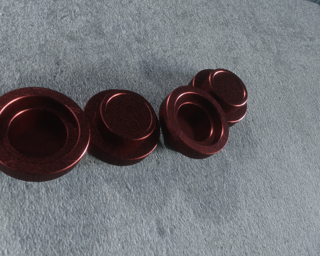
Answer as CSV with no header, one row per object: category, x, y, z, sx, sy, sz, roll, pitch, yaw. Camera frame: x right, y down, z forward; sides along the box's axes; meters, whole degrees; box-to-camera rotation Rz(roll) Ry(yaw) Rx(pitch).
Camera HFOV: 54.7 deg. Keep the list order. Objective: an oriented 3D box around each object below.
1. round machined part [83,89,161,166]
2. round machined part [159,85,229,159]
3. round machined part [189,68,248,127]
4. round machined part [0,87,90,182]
round machined part,-0.044,-0.007,0.373,0.099,0.042,0.098,13,56,-21
round machined part,0.040,-0.004,0.413,0.099,0.042,0.098,16,58,-26
round machined part,0.094,-0.052,0.475,0.099,0.042,0.098,14,56,-21
round machined part,-0.126,0.010,0.319,0.099,0.042,0.098,14,56,-21
